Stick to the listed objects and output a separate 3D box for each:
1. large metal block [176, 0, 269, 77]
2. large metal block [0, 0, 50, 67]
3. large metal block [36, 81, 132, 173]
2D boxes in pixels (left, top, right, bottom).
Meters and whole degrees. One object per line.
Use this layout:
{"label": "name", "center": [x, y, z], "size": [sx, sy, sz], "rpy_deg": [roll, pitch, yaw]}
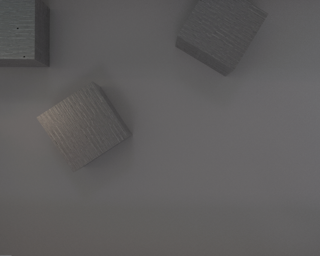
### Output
{"label": "large metal block", "center": [0.076, -0.125, 0.399], "size": [0.080, 0.050, 0.080], "rpy_deg": [31, 90, 0]}
{"label": "large metal block", "center": [-0.191, -0.123, 0.397], "size": [0.081, 0.050, 0.080], "rpy_deg": [0, 90, 0]}
{"label": "large metal block", "center": [-0.093, -0.002, 0.398], "size": [0.080, 0.050, 0.080], "rpy_deg": [-33, 90, 0]}
